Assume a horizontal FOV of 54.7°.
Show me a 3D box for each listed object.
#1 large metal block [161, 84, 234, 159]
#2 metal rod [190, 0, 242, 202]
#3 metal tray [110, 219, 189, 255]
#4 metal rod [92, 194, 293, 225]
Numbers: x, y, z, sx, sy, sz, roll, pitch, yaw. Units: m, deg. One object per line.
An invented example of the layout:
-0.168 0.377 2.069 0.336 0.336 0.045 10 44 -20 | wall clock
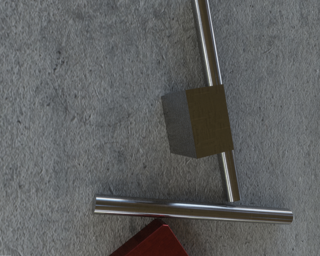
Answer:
0.045 -0.009 0.398 0.050 0.080 0.079 -12 94 -20 | large metal block
0.080 -0.043 0.439 0.025 0.025 0.298 -12 94 -20 | metal rod
0.001 0.199 0.408 0.090 0.030 0.130 -35 102 -17 | metal tray
0.059 0.116 0.432 0.302 0.025 0.025 9 87 -20 | metal rod
